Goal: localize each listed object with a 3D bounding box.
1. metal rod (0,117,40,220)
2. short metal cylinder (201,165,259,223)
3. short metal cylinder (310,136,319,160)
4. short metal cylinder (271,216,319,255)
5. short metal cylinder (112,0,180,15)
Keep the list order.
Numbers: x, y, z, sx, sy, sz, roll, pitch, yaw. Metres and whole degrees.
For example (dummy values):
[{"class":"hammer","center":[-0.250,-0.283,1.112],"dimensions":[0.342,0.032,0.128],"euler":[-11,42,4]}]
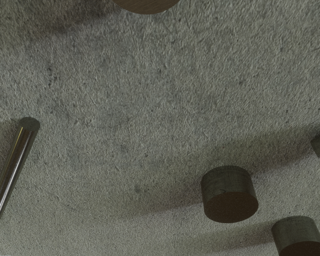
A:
[{"class":"metal rod","center":[-0.242,0.093,0.484],"dimensions":[0.025,0.025,0.298],"euler":[24,126,-19]},{"class":"short metal cylinder","center":[0.106,0.104,0.480],"dimensions":[0.081,0.050,0.079],"euler":[0,130,0]},{"class":"short metal cylinder","center":[0.245,0.038,0.406],"dimensions":[0.050,0.080,0.080],"euler":[-37,121,27]},{"class":"short metal cylinder","center":[0.252,0.205,0.568],"dimensions":[0.081,0.050,0.079],"euler":[0,130,0]},{"class":"short metal cylinder","center":[-0.012,-0.146,0.266],"dimensions":[0.081,0.050,0.079],"euler":[0,130,0]}]
